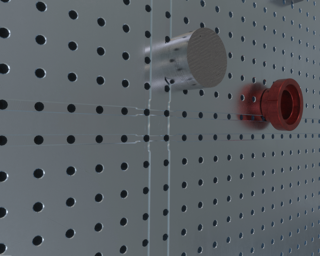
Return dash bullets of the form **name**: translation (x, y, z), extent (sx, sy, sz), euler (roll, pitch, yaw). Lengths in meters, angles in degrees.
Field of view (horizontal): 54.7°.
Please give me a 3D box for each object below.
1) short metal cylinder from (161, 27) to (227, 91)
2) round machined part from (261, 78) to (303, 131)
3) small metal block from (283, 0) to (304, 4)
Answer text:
- **short metal cylinder**: translation (0.048, -0.094, 0.433), extent (0.081, 0.050, 0.079), euler (0, 90, -40)
- **round machined part**: translation (0.229, -0.044, 0.590), extent (0.099, 0.042, 0.097), euler (-2, 93, -40)
- **small metal block**: translation (0.270, -0.289, 0.635), extent (0.050, 0.025, 0.050), euler (-1, 91, -40)
